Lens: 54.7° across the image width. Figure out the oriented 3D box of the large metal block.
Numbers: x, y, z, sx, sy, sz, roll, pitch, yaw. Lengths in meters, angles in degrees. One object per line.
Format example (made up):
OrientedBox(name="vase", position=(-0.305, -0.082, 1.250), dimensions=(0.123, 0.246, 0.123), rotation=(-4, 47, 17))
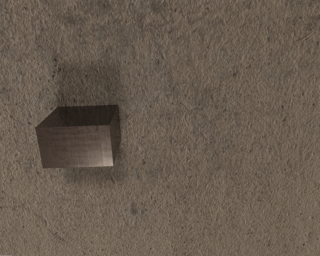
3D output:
OrientedBox(name="large metal block", position=(-0.095, 0.008, 0.382), dimensions=(0.081, 0.080, 0.050), rotation=(-2, 110, 0))
